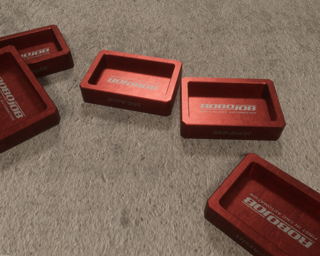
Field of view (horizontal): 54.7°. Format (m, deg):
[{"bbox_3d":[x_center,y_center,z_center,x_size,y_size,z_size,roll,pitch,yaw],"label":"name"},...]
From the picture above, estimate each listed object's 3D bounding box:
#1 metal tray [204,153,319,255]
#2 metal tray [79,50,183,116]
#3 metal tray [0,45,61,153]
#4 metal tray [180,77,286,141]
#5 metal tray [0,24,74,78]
[{"bbox_3d":[0.124,0.094,0.322,0.130,0.030,0.090,34,57,25],"label":"metal tray"},{"bbox_3d":[-0.039,-0.069,0.457,0.131,0.030,0.090,10,51,8],"label":"metal tray"},{"bbox_3d":[-0.205,-0.042,0.410,0.091,0.030,0.130,-32,71,-21],"label":"metal tray"},{"bbox_3d":[0.094,-0.028,0.424,0.131,0.030,0.090,2,50,1],"label":"metal tray"},{"bbox_3d":[-0.215,-0.116,0.494,0.131,0.030,0.090,-21,53,-17],"label":"metal tray"}]
